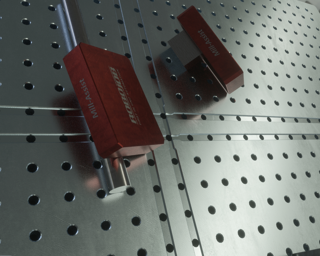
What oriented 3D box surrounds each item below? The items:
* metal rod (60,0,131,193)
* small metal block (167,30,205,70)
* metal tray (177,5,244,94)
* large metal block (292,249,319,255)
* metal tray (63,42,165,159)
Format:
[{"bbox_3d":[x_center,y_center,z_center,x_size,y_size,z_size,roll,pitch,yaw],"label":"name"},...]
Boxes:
[{"bbox_3d":[-0.090,-0.063,0.399,0.025,0.025,0.299,-5,64,-31],"label":"metal rod"},{"bbox_3d":[0.048,-0.130,0.497,0.050,0.050,0.025,58,10,13],"label":"small metal block"},{"bbox_3d":[0.082,-0.120,0.491,0.130,0.030,0.090,57,11,12],"label":"metal tray"},{"bbox_3d":[0.217,0.206,0.386,0.080,0.050,0.080,25,53,-14],"label":"large metal block"},{"bbox_3d":[-0.052,-0.032,0.368,0.091,0.030,0.130,0,63,-58],"label":"metal tray"}]
